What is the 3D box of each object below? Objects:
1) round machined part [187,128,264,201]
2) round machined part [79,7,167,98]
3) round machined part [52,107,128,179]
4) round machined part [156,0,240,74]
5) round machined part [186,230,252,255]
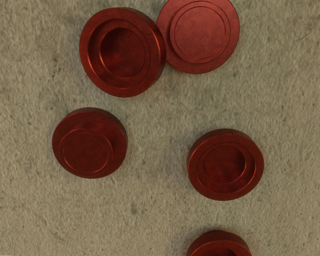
[{"bbox_3d":[0.085,0.046,0.419,0.099,0.042,0.097,0,110,-1],"label":"round machined part"},{"bbox_3d":[-0.039,-0.088,0.357,0.098,0.042,0.097,8,115,17],"label":"round machined part"},{"bbox_3d":[-0.093,0.025,0.409,0.099,0.042,0.097,0,110,-1],"label":"round machined part"},{"bbox_3d":[0.044,-0.111,0.360,0.099,0.042,0.097,0,110,-1],"label":"round machined part"},{"bbox_3d":[0.089,0.198,0.475,0.099,0.042,0.097,0,110,-1],"label":"round machined part"}]
